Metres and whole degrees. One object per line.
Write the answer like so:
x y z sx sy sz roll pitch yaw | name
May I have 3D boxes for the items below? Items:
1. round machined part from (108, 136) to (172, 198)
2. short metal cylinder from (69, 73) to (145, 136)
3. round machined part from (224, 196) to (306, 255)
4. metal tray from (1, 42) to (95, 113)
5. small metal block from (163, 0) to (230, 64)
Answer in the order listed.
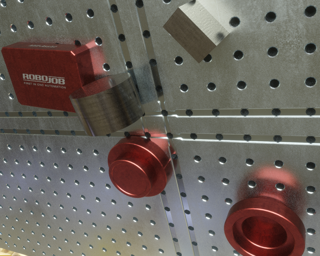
-0.036 0.064 0.457 0.098 0.042 0.097 13 124 20 | round machined part
-0.066 -0.031 0.389 0.080 0.080 0.050 -6 116 30 | short metal cylinder
0.138 0.130 0.407 0.098 0.042 0.097 13 124 20 | round machined part
-0.156 -0.073 0.443 0.130 0.030 0.089 9 122 23 | metal tray
0.038 -0.099 0.313 0.050 0.050 0.025 45 129 -3 | small metal block
